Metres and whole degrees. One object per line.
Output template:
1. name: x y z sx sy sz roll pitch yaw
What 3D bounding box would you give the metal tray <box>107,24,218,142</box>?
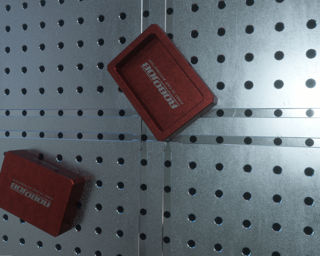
1. metal tray: 0.001 -0.058 0.408 0.090 0.030 0.130 -39 78 15

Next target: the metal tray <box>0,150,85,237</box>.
1. metal tray: -0.187 0.096 0.474 0.130 0.030 0.089 20 96 18
